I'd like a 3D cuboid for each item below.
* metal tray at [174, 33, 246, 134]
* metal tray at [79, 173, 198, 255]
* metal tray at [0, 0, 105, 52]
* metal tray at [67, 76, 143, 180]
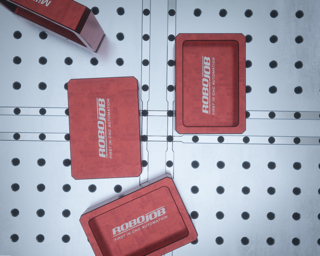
[{"bbox_3d":[0.065,-0.057,0.411,0.090,0.030,0.129,0,90,0],"label":"metal tray"},{"bbox_3d":[-0.027,0.127,0.410,0.130,0.030,0.090,-24,90,0],"label":"metal tray"},{"bbox_3d":[-0.140,-0.144,0.379,0.130,0.090,0.030,25,90,0],"label":"metal tray"},{"bbox_3d":[-0.071,0.000,0.410,0.090,0.030,0.129,-3,90,0],"label":"metal tray"}]
